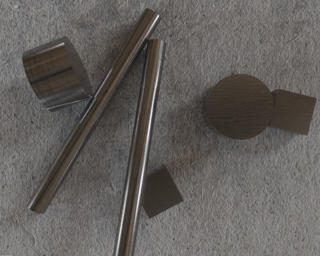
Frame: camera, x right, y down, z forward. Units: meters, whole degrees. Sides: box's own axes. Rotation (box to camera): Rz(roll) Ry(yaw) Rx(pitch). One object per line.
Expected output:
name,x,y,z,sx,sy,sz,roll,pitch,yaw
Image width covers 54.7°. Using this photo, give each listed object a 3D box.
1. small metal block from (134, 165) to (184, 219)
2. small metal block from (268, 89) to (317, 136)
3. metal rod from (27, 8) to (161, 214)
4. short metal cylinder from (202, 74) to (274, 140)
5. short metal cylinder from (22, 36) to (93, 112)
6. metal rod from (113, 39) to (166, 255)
small metal block,-0.003,0.083,0.410,0.050,0.025,0.050,-28,90,0
small metal block,0.172,-0.020,0.411,0.050,0.025,0.050,14,90,0
metal rod,-0.086,-0.022,0.409,0.025,0.025,0.299,31,90,0
short metal cylinder,0.097,-0.026,0.398,0.081,0.050,0.079,0,90,0
short metal cylinder,-0.123,-0.065,0.381,0.050,0.080,0.080,-21,90,0
metal rod,-0.026,0.034,0.389,0.025,0.025,0.299,9,82,0
